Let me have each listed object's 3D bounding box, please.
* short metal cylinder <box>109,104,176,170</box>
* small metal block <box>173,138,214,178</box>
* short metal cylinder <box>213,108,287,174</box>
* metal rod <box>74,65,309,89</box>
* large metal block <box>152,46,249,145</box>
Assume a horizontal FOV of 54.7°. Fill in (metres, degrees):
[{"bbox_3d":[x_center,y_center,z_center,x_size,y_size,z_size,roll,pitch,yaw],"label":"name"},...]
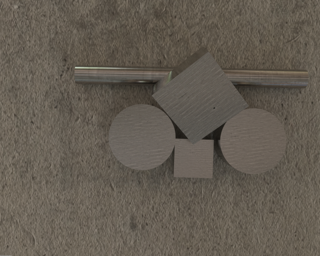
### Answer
[{"bbox_3d":[-0.021,0.011,0.398,0.081,0.050,0.079,0,90,0],"label":"short metal cylinder"},{"bbox_3d":[0.044,0.039,0.412,0.050,0.025,0.050,2,90,0],"label":"small metal block"},{"bbox_3d":[0.113,0.016,0.399,0.081,0.050,0.079,0,90,0],"label":"short metal cylinder"},{"bbox_3d":[0.041,-0.068,0.411,0.302,0.025,0.025,1,90,0],"label":"metal rod"},{"bbox_3d":[0.047,-0.041,0.381,0.080,0.050,0.080,-37,107,13],"label":"large metal block"}]
